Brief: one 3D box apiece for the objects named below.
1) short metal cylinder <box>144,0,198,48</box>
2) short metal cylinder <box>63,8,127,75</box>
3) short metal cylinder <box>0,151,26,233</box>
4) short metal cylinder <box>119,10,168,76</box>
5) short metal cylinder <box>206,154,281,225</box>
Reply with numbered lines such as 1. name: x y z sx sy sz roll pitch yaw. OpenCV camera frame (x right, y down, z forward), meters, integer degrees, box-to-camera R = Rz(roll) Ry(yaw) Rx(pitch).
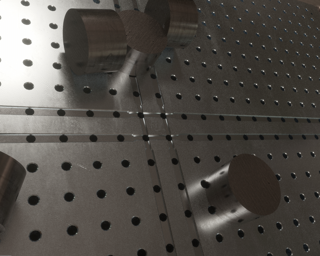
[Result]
1. short metal cylinder: 0.015 -0.166 0.484 0.050 0.080 0.080 -6 65 -31
2. short metal cylinder: -0.085 -0.110 0.395 0.050 0.080 0.080 -14 69 -34
3. short metal cylinder: -0.161 0.051 0.256 0.081 0.080 0.050 19 54 -18
4. short metal cylinder: -0.036 -0.123 0.449 0.081 0.050 0.080 14 56 -21
5. short metal cylinder: 0.108 0.080 0.403 0.081 0.050 0.080 14 56 -21
